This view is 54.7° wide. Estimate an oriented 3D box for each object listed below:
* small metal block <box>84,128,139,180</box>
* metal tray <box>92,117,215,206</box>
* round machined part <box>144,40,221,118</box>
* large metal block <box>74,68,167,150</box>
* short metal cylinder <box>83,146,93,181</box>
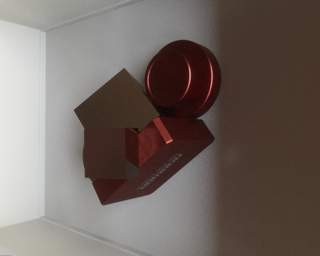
[{"bbox_3d":[-0.050,0.026,0.320,0.050,0.025,0.050,-2,88,26],"label":"small metal block"},{"bbox_3d":[-0.008,0.040,0.367,0.129,0.091,0.030,-45,63,30],"label":"metal tray"},{"bbox_3d":[0.020,-0.058,0.375,0.098,0.042,0.097,0,90,39],"label":"round machined part"},{"bbox_3d":[-0.044,-0.011,0.376,0.080,0.050,0.080,-39,64,6],"label":"large metal block"},{"bbox_3d":[-0.064,0.039,0.439,0.080,0.050,0.079,0,90,39],"label":"short metal cylinder"}]
